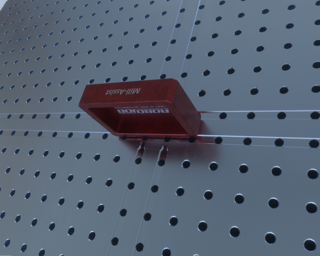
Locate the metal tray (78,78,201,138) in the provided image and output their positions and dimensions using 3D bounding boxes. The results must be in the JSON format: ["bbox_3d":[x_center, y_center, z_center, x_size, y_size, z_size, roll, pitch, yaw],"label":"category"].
[{"bbox_3d":[-0.024,-0.021,0.393,0.130,0.090,0.030,0,62,28],"label":"metal tray"}]
